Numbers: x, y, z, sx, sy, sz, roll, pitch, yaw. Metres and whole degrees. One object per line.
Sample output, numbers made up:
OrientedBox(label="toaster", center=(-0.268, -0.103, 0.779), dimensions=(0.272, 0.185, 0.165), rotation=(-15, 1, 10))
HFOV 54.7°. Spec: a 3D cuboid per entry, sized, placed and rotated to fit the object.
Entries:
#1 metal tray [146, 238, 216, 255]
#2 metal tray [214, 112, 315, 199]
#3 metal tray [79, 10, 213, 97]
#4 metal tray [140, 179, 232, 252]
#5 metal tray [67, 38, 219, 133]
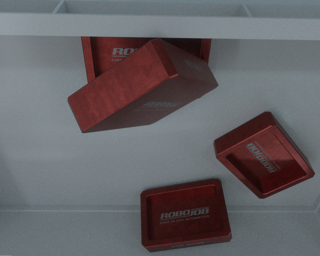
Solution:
OrientedBox(label="metal tray", center=(0.039, 0.223, 0.599), dimensions=(0.131, 0.030, 0.089), rotation=(-2, 130, 1))
OrientedBox(label="metal tray", center=(0.150, 0.045, 0.445), dimensions=(0.090, 0.030, 0.130), rotation=(-33, 123, 24))
OrientedBox(label="metal tray", center=(-0.014, -0.078, 0.338), dimensions=(0.131, 0.030, 0.089), rotation=(1, 130, -1))
OrientedBox(label="metal tray", center=(0.037, 0.134, 0.478), dimensions=(0.131, 0.090, 0.030), rotation=(-11, 143, 8))
OrientedBox(label="metal tray", center=(-0.006, -0.033, 0.281), dimensions=(0.090, 0.131, 0.030), rotation=(-29, 82, 22))
